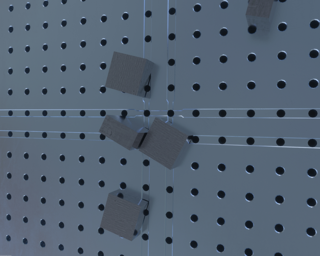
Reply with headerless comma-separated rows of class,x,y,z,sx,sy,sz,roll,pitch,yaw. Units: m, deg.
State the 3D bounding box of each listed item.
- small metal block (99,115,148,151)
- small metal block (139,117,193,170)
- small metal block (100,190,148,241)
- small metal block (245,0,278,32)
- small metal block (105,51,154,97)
small metal block,-0.045,0.005,0.416,0.050,0.050,0.025,29,100,17
small metal block,0.008,0.020,0.410,0.050,0.025,0.050,30,100,17
small metal block,-0.050,0.120,0.431,0.050,0.025,0.050,17,96,19
small metal block,0.120,-0.145,0.357,0.025,0.050,0.050,16,95,19
small metal block,-0.042,-0.074,0.428,0.050,0.025,0.050,17,96,19
